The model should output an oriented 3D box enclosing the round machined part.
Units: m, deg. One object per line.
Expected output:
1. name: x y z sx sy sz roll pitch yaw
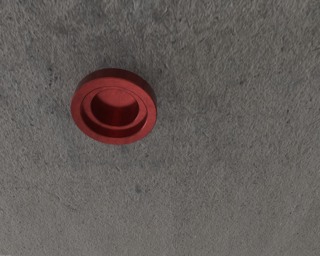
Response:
1. round machined part: -0.052 -0.029 0.371 0.099 0.042 0.097 0 130 0
